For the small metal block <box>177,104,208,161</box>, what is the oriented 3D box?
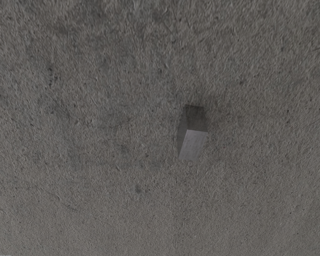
[{"bbox_3d":[0.040,0.006,0.396,0.025,0.050,0.050,8,130,-7],"label":"small metal block"}]
